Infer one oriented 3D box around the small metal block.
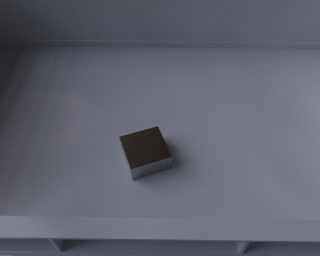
[{"bbox_3d":[-0.018,0.030,0.380,0.050,0.025,0.050,-15,52,-13],"label":"small metal block"}]
